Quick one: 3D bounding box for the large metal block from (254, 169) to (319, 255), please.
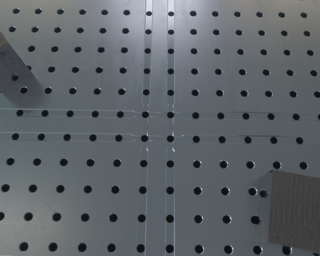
[{"bbox_3d":[0.161,0.100,0.363,0.080,0.050,0.080,10,70,4],"label":"large metal block"}]

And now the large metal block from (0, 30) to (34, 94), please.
[{"bbox_3d":[-0.229,-0.106,0.420,0.050,0.080,0.080,-36,74,-12],"label":"large metal block"}]
